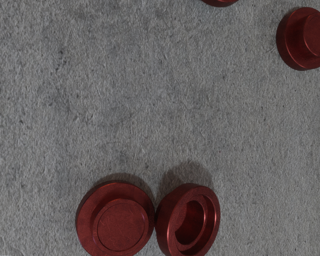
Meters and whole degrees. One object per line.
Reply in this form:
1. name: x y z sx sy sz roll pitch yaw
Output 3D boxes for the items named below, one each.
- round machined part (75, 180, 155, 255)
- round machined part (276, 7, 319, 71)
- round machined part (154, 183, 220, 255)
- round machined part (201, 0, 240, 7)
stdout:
1. round machined part: -0.052 0.116 0.381 0.099 0.042 0.097 0 90 -20
2. round machined part: 0.236 -0.141 0.487 0.099 0.042 0.097 0 90 -20
3. round machined part: 0.031 0.119 0.400 0.099 0.042 0.097 -5 97 -42
4. round machined part: 0.078 -0.215 0.428 0.099 0.042 0.097 0 90 -20
